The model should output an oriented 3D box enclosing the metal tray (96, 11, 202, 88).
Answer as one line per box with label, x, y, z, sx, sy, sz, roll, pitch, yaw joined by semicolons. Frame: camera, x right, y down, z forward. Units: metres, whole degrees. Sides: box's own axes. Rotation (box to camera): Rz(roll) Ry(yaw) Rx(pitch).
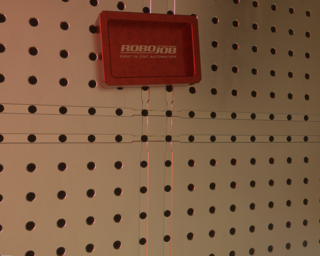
metal tray;-0.013;-0.100;0.404;0.131;0.030;0.090;-5;92;-20
